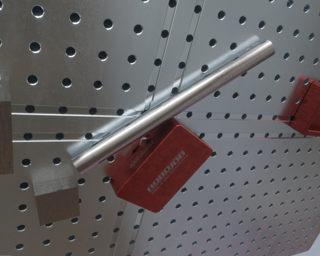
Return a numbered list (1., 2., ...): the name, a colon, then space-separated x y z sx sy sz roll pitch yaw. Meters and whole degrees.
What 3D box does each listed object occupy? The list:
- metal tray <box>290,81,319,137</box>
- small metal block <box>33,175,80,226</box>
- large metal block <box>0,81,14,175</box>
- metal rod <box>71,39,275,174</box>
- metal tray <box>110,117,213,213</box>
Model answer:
1. metal tray: 0.307 -0.029 0.560 0.131 0.030 0.089 5 116 -31
2. small metal block: -0.132 0.092 0.397 0.050 0.025 0.050 -9 123 -24
3. large metal block: -0.186 0.001 0.294 0.081 0.050 0.079 -3 120 -27
4. metal rod: 0.023 -0.032 0.405 0.301 0.025 0.025 -32 129 -8
5. metal tray: 0.004 0.055 0.446 0.130 0.030 0.090 -49 129 6
